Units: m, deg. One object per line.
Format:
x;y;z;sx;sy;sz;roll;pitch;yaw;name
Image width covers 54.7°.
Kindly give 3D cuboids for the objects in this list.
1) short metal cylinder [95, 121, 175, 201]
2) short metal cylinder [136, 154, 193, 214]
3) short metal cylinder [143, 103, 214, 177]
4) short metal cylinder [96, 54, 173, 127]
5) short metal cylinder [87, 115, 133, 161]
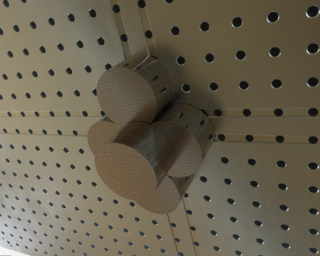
-0.029;0.039;0.369;0.080;0.050;0.079;13;124;21;short metal cylinder
0.000;0.075;0.441;0.080;0.050;0.079;12;122;21;short metal cylinder
0.023;0.015;0.392;0.080;0.050;0.079;13;124;21;short metal cylinder
-0.030;-0.045;0.383;0.080;0.050;0.079;13;124;20;short metal cylinder
-0.053;0.014;0.432;0.080;0.050;0.079;13;124;21;short metal cylinder
